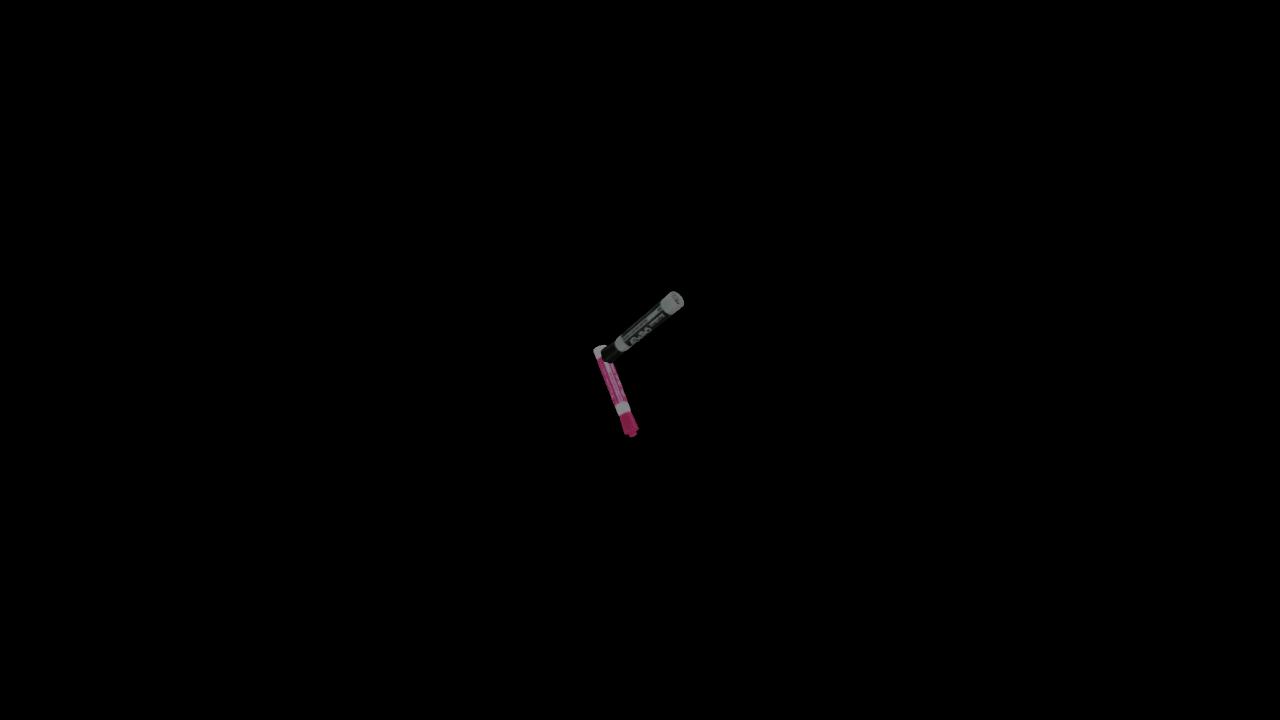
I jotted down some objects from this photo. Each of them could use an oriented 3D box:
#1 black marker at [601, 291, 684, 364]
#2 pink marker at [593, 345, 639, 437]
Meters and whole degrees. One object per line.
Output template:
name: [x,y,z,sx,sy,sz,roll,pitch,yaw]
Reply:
black marker: [-0.001,-0.031,0.637,0.020,0.020,0.121,0,-29,-46]
pink marker: [-0.029,0.038,0.750,0.020,0.121,0.020,-20,-20,-7]
